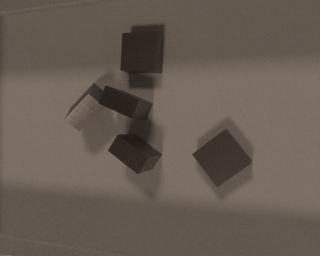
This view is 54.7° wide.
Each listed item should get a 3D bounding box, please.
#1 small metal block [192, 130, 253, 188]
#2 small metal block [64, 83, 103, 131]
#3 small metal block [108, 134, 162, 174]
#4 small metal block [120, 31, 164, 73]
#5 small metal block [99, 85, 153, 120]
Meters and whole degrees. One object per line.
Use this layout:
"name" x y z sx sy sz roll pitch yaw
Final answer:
"small metal block" 0.077 0.037 0.383 0.050 0.025 0.050 -40 78 15
"small metal block" -0.102 -0.030 0.429 0.050 0.050 0.025 -43 110 15
"small metal block" -0.032 0.032 0.407 0.050 0.050 0.025 36 102 16
"small metal block" -0.024 -0.101 0.418 0.050 0.025 0.050 3 91 19
"small metal block" -0.044 -0.033 0.411 0.050 0.050 0.025 24 97 18
